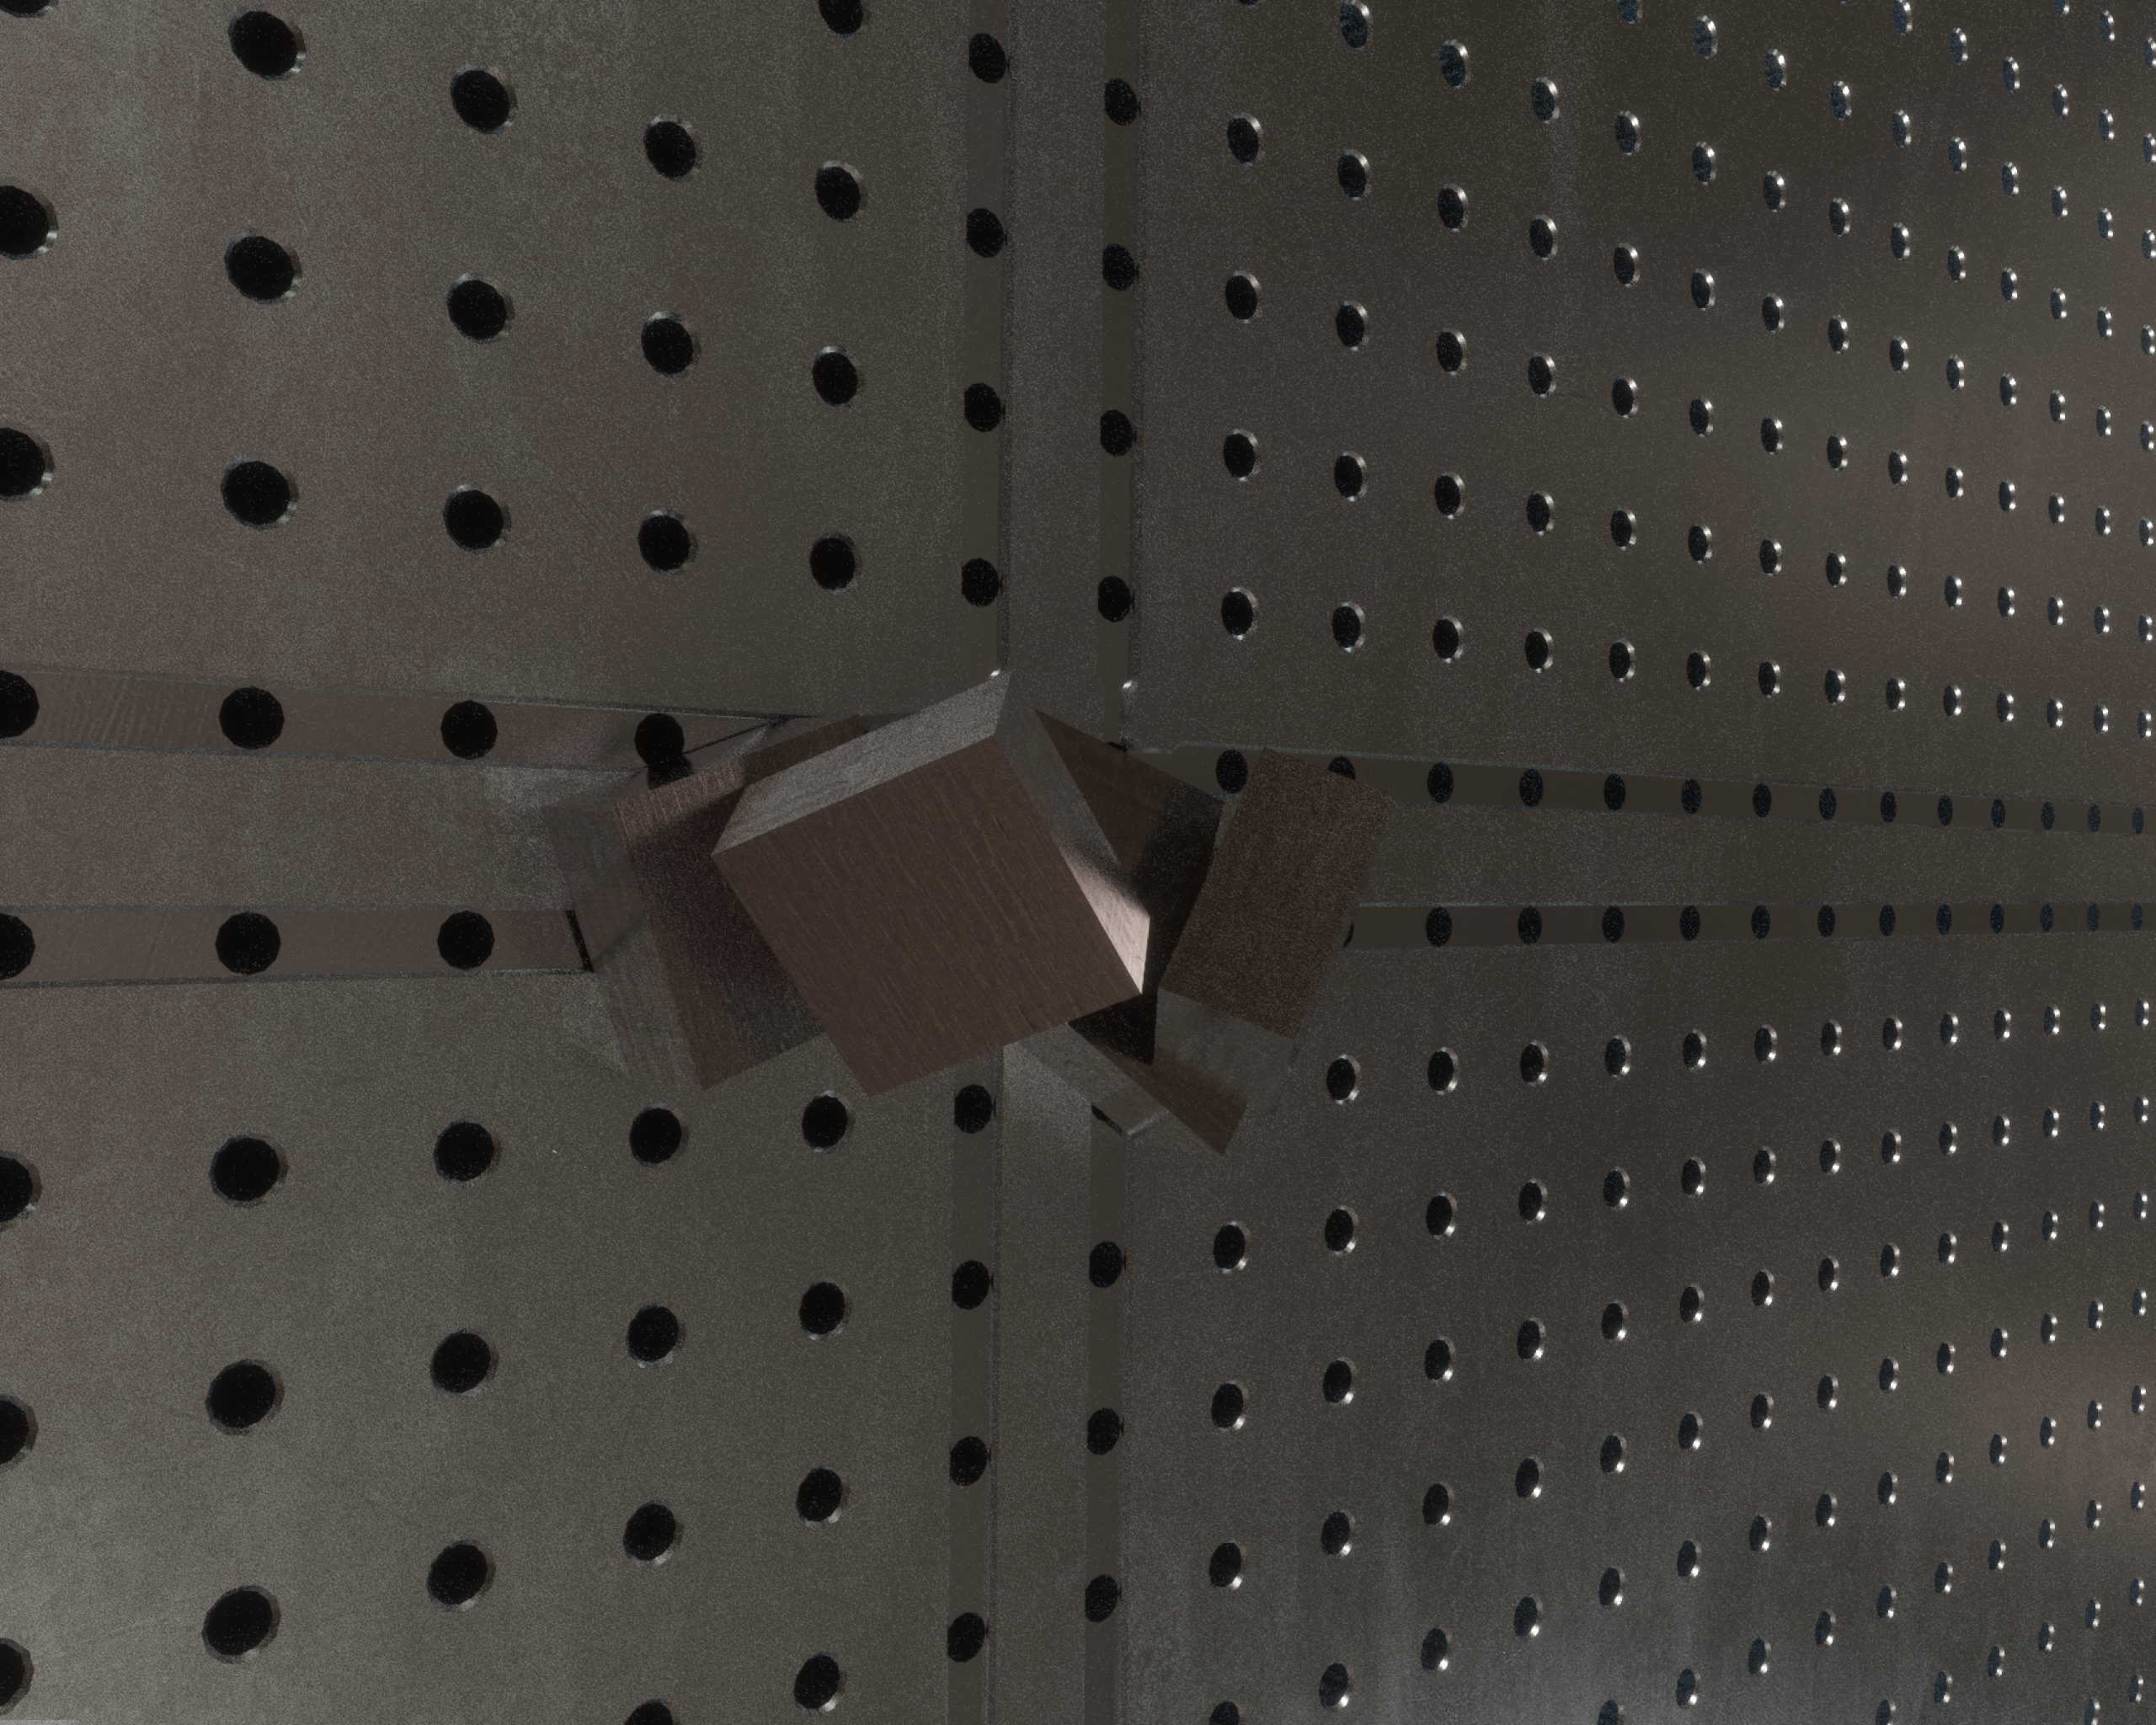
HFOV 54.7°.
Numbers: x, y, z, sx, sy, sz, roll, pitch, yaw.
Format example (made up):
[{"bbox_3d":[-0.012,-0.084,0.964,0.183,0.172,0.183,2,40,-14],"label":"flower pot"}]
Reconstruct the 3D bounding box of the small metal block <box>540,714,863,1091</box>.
[{"bbox_3d":[-0.058,0.006,0.362,0.050,0.025,0.050,-25,106,-37],"label":"small metal block"}]

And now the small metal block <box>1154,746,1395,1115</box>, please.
[{"bbox_3d":[0.036,0.014,0.390,0.050,0.025,0.050,88,25,-68],"label":"small metal block"}]

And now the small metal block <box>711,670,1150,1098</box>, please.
[{"bbox_3d":[-0.023,0.004,0.339,0.050,0.050,0.025,61,17,-23],"label":"small metal block"}]

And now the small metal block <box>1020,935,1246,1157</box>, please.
[{"bbox_3d":[0.017,0.025,0.426,0.050,0.025,0.050,43,64,-32],"label":"small metal block"}]

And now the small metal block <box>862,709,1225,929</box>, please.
[{"bbox_3d":[-0.010,-0.008,0.386,0.050,0.050,0.025,24,75,-38],"label":"small metal block"}]
